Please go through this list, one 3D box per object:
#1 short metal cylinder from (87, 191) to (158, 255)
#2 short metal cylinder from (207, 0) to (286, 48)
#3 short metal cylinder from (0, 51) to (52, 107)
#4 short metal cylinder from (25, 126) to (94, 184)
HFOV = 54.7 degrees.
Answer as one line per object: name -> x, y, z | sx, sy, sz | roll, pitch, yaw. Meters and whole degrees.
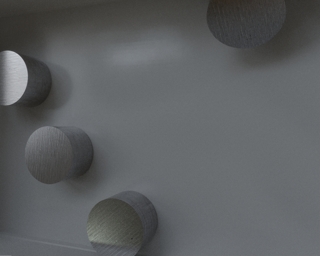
short metal cylinder -> -0.049, 0.129, 0.415 | 0.080, 0.050, 0.080 | 0, 90, 20
short metal cylinder -> 0.094, -0.136, 0.341 | 0.080, 0.080, 0.050 | -2, 50, 20
short metal cylinder -> -0.216, -0.073, 0.473 | 0.080, 0.050, 0.080 | 0, 90, 20
short metal cylinder -> -0.145, 0.037, 0.448 | 0.080, 0.050, 0.080 | 0, 90, 20
